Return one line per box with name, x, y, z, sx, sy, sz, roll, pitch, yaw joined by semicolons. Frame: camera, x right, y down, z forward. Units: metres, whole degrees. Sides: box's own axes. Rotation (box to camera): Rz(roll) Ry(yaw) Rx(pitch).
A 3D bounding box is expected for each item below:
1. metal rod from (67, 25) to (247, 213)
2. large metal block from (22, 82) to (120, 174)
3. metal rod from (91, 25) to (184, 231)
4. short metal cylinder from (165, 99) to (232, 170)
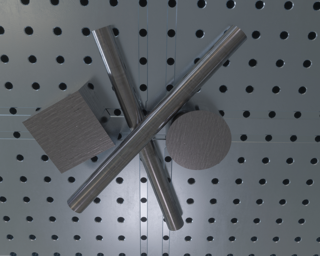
metal rod;-0.007;-0.007;0.387;0.025;0.025;0.300;42;96;-14
large metal block;-0.110;-0.001;0.399;0.080;0.050;0.080;-28;108;9
metal rod;-0.023;0.014;0.418;0.025;0.025;0.298;-17;109;6
short metal cylinder;0.048;0.008;0.403;0.081;0.050;0.079;0;110;0
